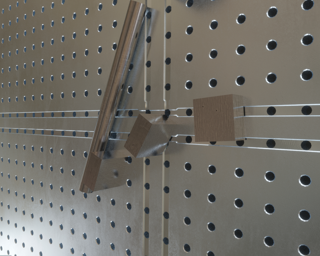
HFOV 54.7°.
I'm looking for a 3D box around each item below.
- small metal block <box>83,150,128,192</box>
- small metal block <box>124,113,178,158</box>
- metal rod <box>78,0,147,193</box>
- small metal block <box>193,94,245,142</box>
[{"bbox_3d":[-0.079,0.062,0.456,0.025,0.050,0.050,27,107,36],"label":"small metal block"},{"bbox_3d":[-0.012,0.010,0.401,0.025,0.050,0.050,40,114,32],"label":"small metal block"},{"bbox_3d":[-0.075,-0.037,0.468,0.025,0.025,0.298,29,108,36],"label":"metal rod"},{"bbox_3d":[0.067,-0.010,0.353,0.050,0.025,0.050,-4,87,39],"label":"small metal block"}]
